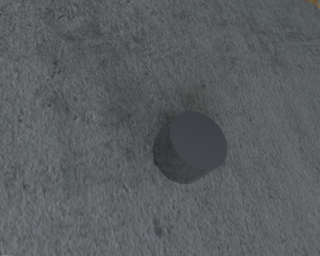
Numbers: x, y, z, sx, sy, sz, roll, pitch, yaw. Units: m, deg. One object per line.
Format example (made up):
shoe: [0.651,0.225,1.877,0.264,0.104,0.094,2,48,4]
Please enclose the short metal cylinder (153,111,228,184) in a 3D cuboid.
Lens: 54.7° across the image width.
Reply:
short metal cylinder: [0.038,0.025,0.394,0.081,0.050,0.080,14,56,-21]
